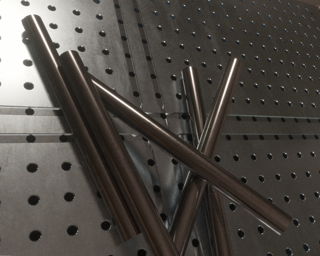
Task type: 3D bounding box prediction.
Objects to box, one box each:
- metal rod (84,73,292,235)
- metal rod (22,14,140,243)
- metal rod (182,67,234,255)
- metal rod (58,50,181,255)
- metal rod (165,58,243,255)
[{"bbox_3d":[0.014,0.020,0.364,0.300,0.025,0.025,35,50,11],"label":"metal rod"},{"bbox_3d":[-0.097,-0.012,0.363,0.025,0.025,0.299,-18,71,-35],"label":"metal rod"},{"bbox_3d":[0.061,0.041,0.417,0.025,0.025,0.299,8,58,-25],"label":"metal rod"},{"bbox_3d":[-0.041,0.041,0.332,0.025,0.025,0.299,-18,71,-35],"label":"metal rod"},{"bbox_3d":[0.060,0.025,0.396,0.025,0.025,0.300,29,61,-11],"label":"metal rod"}]
